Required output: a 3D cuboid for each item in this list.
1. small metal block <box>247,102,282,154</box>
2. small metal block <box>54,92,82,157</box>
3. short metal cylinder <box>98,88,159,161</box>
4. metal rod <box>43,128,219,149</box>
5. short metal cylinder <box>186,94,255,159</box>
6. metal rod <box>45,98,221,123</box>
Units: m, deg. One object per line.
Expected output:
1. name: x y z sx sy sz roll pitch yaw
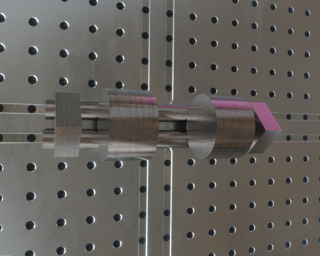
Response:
1. small metal block: 0.132 0.000 0.424 0.025 0.050 0.050 1 49 -20
2. small metal block: -0.101 -0.003 0.338 0.025 0.050 0.050 1 48 -20
3. short metal cylinder: -0.038 -0.003 0.346 0.050 0.080 0.079 1 90 -20
4. metal rod: 0.005 0.015 0.414 0.302 0.025 0.025 1 90 -20
5. short metal cylinder: 0.073 -0.002 0.387 0.050 0.080 0.079 1 90 -20
6. metal rod: 0.008 -0.020 0.415 0.302 0.025 0.025 1 90 -20
